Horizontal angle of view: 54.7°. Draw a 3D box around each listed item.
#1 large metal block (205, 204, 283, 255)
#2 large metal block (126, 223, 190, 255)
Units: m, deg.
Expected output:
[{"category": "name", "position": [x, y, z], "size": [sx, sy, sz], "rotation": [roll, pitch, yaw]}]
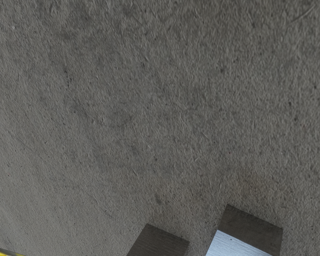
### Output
[{"category": "large metal block", "position": [0.114, 0.166, 0.433], "size": [0.080, 0.050, 0.079], "rotation": [22, 127, 14]}, {"category": "large metal block", "position": [-0.005, 0.217, 0.508], "size": [0.080, 0.080, 0.050], "rotation": [18, 126, 18]}]
